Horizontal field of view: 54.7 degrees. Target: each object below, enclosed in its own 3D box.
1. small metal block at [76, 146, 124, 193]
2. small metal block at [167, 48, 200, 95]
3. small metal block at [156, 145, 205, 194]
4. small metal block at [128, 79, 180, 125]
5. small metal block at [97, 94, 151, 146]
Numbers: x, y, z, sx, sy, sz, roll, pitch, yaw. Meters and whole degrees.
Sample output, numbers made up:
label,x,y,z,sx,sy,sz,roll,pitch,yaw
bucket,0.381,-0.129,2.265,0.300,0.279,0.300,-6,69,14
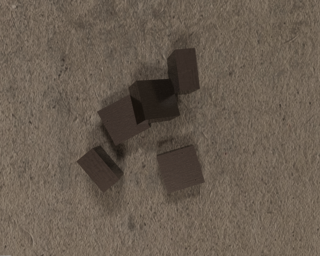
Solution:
label,x,y,z,sx,sy,sz,roll,pitch,yaw
small metal block,-0.075,0.051,0.397,0.025,0.050,0.050,-40,91,0
small metal block,0.029,-0.070,0.396,0.025,0.050,0.050,-7,90,-10
small metal block,0.027,0.053,0.410,0.050,0.025,0.050,-17,90,-1
small metal block,-0.007,-0.034,0.395,0.050,0.025,0.050,-9,80,-31
small metal block,-0.047,-0.011,0.409,0.050,0.025,0.050,-28,90,-1
